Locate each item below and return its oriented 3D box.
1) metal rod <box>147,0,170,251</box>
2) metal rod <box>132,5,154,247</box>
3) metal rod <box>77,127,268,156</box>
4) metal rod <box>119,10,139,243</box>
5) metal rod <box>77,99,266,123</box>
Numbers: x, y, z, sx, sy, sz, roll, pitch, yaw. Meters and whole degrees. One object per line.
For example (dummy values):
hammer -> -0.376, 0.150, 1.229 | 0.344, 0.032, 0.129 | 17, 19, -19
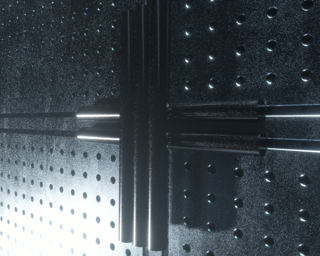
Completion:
metal rod -> -0.002, -0.004, 0.377 | 0.025, 0.025, 0.298 | 1, 91, 39
metal rod -> -0.021, -0.002, 0.393 | 0.025, 0.025, 0.298 | 1, 91, 39
metal rod -> -0.009, 0.014, 0.415 | 0.300, 0.025, 0.025 | 1, 91, 39
metal rod -> -0.041, -0.002, 0.409 | 0.025, 0.025, 0.298 | 1, 91, 39
metal rod -> -0.011, -0.021, 0.417 | 0.300, 0.025, 0.025 | 1, 91, 39
